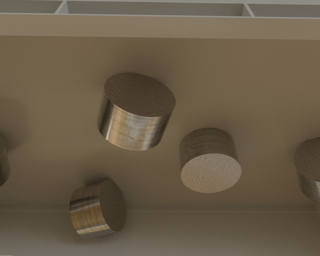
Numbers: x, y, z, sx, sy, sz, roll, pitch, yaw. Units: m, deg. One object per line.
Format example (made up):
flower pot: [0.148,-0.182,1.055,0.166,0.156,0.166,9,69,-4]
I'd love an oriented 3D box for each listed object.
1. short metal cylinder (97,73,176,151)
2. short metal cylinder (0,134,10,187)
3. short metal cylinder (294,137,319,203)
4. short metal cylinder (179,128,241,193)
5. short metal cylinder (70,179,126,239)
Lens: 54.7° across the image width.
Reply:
short metal cylinder: [-0.028,-0.020,0.355,0.081,0.080,0.050,13,129,-11]
short metal cylinder: [-0.245,0.044,0.408,0.081,0.080,0.050,7,130,-6]
short metal cylinder: [0.230,0.057,0.424,0.080,0.080,0.050,-18,128,14]
short metal cylinder: [0.068,0.046,0.432,0.081,0.050,0.079,0,130,0]
short metal cylinder: [-0.094,0.125,0.478,0.050,0.080,0.080,-19,128,15]
